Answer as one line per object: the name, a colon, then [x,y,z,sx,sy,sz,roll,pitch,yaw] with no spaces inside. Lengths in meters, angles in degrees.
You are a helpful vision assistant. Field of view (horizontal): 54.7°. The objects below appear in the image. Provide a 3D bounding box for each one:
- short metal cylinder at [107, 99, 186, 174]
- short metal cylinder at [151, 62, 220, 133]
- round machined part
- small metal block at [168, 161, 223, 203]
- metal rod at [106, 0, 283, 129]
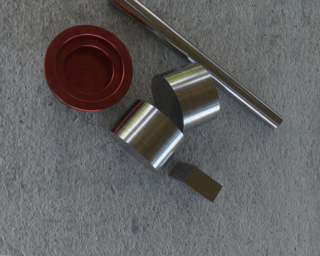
short metal cylinder: [-0.016,0.011,0.374,0.080,0.080,0.050,44,76,-15]
short metal cylinder: [0.030,-0.037,0.391,0.050,0.080,0.080,-23,98,-18]
round machined part: [-0.085,-0.068,0.368,0.099,0.042,0.097,0,90,-20]
small metal block: [0.046,0.071,0.413,0.050,0.050,0.025,37,78,-17]
metal rod: [0.059,-0.090,0.430,0.301,0.025,0.025,34,79,-17]
